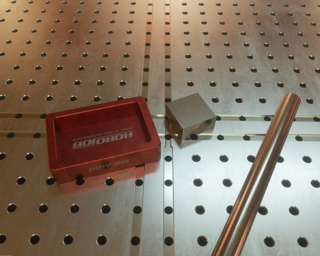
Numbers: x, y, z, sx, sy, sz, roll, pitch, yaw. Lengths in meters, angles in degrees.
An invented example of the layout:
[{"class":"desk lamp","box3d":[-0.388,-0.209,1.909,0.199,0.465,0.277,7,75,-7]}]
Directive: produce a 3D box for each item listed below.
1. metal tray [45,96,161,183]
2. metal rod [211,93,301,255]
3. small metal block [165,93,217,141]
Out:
[{"class":"metal tray","box3d":[-0.073,0.011,0.393,0.131,0.030,0.090,-12,51,-11]},{"class":"metal rod","box3d":[0.113,0.060,0.358,0.025,0.025,0.301,24,54,18]},{"class":"small metal block","box3d":[0.041,-0.016,0.422,0.050,0.025,0.050,-20,53,-16]}]
